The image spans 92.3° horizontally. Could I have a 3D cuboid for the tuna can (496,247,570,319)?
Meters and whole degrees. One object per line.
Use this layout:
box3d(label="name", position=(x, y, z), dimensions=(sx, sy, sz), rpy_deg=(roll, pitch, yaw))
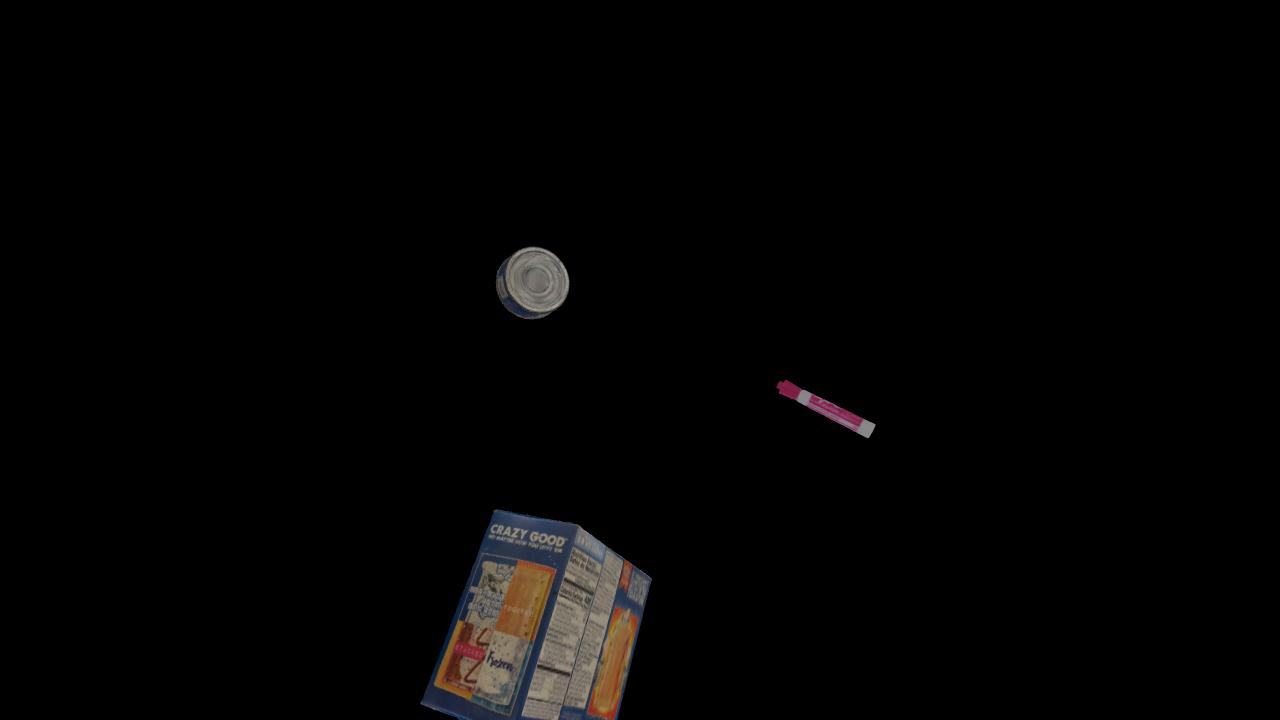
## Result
box3d(label="tuna can", position=(-0.129, -0.093, 0.743), dimensions=(0.084, 0.084, 0.034), rpy_deg=(0, -8, -29))

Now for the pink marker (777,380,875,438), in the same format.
box3d(label="pink marker", position=(0.220, 0.057, 0.736), dimensions=(0.121, 0.020, 0.020), rpy_deg=(28, 9, 18))

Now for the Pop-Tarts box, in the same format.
box3d(label="Pop-Tarts box", position=(-0.069, 0.218, 0.495), dimensions=(0.083, 0.141, 0.167), rpy_deg=(3, -29, 25))
